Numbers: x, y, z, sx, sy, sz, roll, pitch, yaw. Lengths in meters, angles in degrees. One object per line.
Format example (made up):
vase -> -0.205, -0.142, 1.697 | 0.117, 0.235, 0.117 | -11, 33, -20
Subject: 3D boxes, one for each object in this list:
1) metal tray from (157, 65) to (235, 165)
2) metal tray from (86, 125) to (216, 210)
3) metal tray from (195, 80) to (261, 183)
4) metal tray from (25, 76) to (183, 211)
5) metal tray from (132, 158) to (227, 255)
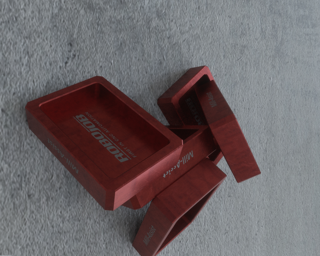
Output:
metal tray -> 0.061, -0.014, 0.456 | 0.090, 0.030, 0.130 | -46, 118, -30
metal tray -> -0.009, 0.037, 0.358 | 0.131, 0.090, 0.030 | -31, 110, -36
metal tray -> 0.085, -0.001, 0.407 | 0.090, 0.030, 0.130 | 59, 12, -24
metal tray -> -0.055, 0.006, 0.300 | 0.091, 0.130, 0.030 | -31, 148, -36
metal tray -> 0.020, 0.100, 0.368 | 0.091, 0.030, 0.129 | -31, 154, -35
